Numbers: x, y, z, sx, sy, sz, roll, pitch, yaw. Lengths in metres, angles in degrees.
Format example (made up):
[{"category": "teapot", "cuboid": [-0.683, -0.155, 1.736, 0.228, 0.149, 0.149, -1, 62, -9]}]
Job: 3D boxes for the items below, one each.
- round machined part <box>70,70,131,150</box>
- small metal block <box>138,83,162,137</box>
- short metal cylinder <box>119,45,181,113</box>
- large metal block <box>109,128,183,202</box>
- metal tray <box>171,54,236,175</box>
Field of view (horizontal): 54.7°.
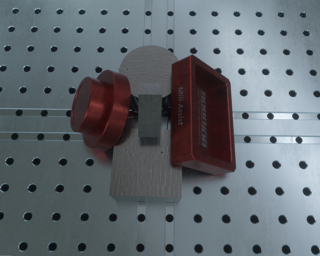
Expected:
[{"category": "round machined part", "cuboid": [-0.077, -0.024, 0.377, 0.042, 0.098, 0.098, 14, 67, -31]}, {"category": "small metal block", "cuboid": [-0.012, -0.022, 0.361, 0.025, 0.050, 0.050, 1, 112, -3]}, {"category": "short metal cylinder", "cuboid": [-0.012, -0.064, 0.421, 0.081, 0.050, 0.080, 0, 70, 0]}, {"category": "large metal block", "cuboid": [-0.015, 0.047, 0.381, 0.080, 0.050, 0.080, 2, 70, 1]}, {"category": "metal tray", "cuboid": [0.055, -0.014, 0.384, 0.030, 0.090, 0.130, -17, 63, 40]}]
